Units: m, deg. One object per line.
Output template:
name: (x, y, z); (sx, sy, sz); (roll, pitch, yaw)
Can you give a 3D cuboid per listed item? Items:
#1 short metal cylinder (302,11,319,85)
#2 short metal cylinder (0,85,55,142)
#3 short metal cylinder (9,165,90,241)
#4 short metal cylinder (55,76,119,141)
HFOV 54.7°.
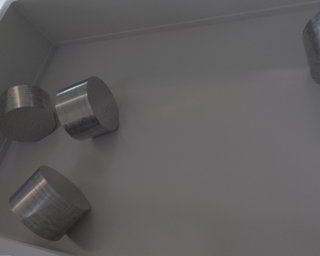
short metal cylinder: (0.195, -0.086, 0.320); (0.080, 0.080, 0.050); (-10, 57, 23)
short metal cylinder: (-0.213, -0.022, 0.496); (0.080, 0.080, 0.050); (-31, 52, 9)
short metal cylinder: (-0.135, 0.092, 0.385); (0.050, 0.080, 0.080); (-47, 51, -5)
short metal cylinder: (-0.101, -0.027, 0.440); (0.050, 0.080, 0.080); (-19, 54, 17)
